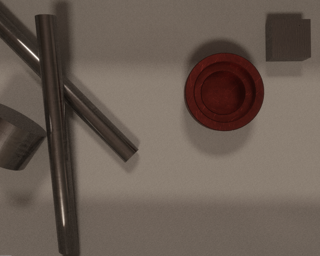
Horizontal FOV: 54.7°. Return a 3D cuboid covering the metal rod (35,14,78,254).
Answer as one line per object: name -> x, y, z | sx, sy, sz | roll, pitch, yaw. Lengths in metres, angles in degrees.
metal rod -> -0.129, 0.013, 0.392 | 0.025, 0.025, 0.298 | -3, 97, -1

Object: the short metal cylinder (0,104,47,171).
short metal cylinder -> -0.189, 0.009, 0.381 | 0.080, 0.080, 0.050 | 34, 90, -1

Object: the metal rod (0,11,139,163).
metal rod -> -0.143, -0.069, 0.409 | 0.025, 0.025, 0.300 | -45, 91, 0

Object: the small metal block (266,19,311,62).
small metal block -> 0.171, -0.116, 0.414 | 0.050, 0.025, 0.050 | -1, 90, -1

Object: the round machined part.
round machined part -> 0.080, -0.045, 0.404 | 0.099, 0.042, 0.097 | 0, 90, -1
